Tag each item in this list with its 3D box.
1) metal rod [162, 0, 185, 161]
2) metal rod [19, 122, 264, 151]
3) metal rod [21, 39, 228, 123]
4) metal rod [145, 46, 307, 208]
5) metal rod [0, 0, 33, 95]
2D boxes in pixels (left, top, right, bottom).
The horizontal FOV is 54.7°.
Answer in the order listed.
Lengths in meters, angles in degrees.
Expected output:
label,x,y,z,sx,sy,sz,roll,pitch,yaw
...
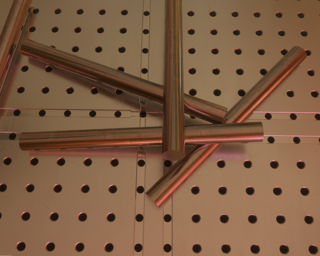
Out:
label,x,y,z,sx,sy,sz,roll,pitch,yaw
metal rod,0.018,-0.096,0.413,0.025,0.025,0.300,2,57,0
metal rod,-0.027,0.011,0.390,0.302,0.025,0.025,-3,70,5
metal rod,-0.056,-0.066,0.423,0.301,0.025,0.025,21,71,11
metal rod,0.097,-0.010,0.416,0.301,0.025,0.025,-43,76,-14
metal rod,-0.232,-0.062,0.431,0.025,0.025,0.299,8,70,2
